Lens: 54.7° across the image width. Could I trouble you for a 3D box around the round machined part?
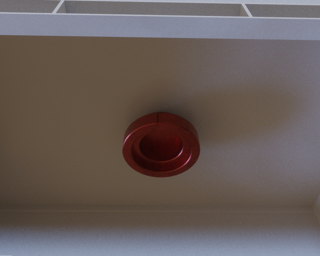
[{"bbox_3d":[0.002,0.017,0.408,0.099,0.042,0.097,-1,130,0],"label":"round machined part"}]
